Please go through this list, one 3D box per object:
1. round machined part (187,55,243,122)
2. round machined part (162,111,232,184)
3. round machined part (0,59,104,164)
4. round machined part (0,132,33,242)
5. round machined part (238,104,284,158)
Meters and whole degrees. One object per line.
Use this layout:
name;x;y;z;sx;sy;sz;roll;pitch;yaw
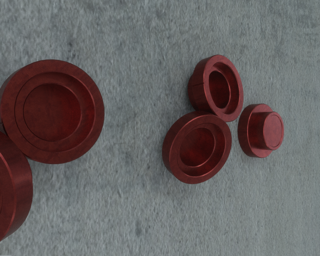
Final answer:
round machined part;0.078;-0.055;0.456;0.099;0.042;0.097;9;77;-43
round machined part;0.046;0.023;0.421;0.099;0.042;0.097;-11;113;-26
round machined part;-0.108;-0.015;0.304;0.099;0.042;0.097;0;90;-40
round machined part;-0.145;0.044;0.249;0.042;0.098;0.097;-30;114;-76
round machined part;0.185;0.005;0.553;0.099;0.042;0.097;0;90;-40
